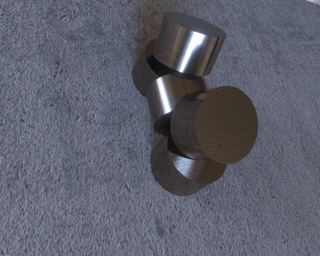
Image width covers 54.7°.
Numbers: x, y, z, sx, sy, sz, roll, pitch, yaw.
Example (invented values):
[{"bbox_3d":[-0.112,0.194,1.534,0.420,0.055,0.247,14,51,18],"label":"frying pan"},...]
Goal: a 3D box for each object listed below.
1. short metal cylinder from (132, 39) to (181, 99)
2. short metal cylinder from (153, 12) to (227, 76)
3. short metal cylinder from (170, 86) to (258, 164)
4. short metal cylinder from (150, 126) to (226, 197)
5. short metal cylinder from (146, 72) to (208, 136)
[{"bbox_3d":[0.006,-0.080,0.442,0.081,0.050,0.080,14,56,-21],"label":"short metal cylinder"},{"bbox_3d":[0.036,-0.107,0.391,0.081,0.050,0.080,15,32,-9],"label":"short metal cylinder"},{"bbox_3d":[0.059,-0.003,0.338,0.081,0.050,0.080,0,90,-27],"label":"short metal cylinder"},{"bbox_3d":[0.034,0.039,0.384,0.081,0.050,0.080,14,56,-21],"label":"short metal cylinder"},{"bbox_3d":[0.026,-0.030,0.403,0.081,0.080,0.050,1,61,-28],"label":"short metal cylinder"}]
